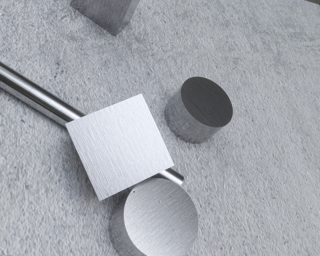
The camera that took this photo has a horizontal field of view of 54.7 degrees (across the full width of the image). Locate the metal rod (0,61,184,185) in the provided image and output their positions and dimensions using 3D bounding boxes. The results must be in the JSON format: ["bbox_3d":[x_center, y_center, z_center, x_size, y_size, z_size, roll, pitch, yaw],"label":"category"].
[{"bbox_3d":[-0.104,-0.013,0.355,0.301,0.025,0.025,33,52,-7],"label":"metal rod"}]

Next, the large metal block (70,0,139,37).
[{"bbox_3d":[-0.074,-0.195,0.447,0.080,0.080,0.050,34,51,-7],"label":"large metal block"}]

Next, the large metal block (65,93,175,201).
[{"bbox_3d":[-0.043,0.020,0.325,0.081,0.050,0.080,-24,88,-15],"label":"large metal block"}]

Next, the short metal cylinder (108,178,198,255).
[{"bbox_3d":[-0.008,0.099,0.323,0.081,0.050,0.080,14,56,-21],"label":"short metal cylinder"}]

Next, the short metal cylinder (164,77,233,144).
[{"bbox_3d":[0.053,-0.024,0.431,0.081,0.050,0.080,14,56,-21],"label":"short metal cylinder"}]
